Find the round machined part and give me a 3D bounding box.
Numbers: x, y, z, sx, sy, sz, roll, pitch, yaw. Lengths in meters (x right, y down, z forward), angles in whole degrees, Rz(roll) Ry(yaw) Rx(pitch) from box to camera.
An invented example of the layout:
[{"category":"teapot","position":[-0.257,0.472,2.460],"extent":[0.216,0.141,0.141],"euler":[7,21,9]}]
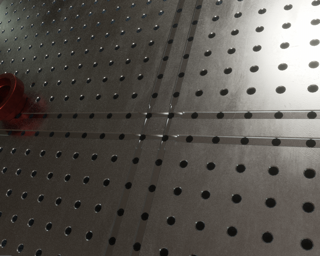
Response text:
[{"category":"round machined part","position":[-0.292,-0.051,0.579],"extent":[0.098,0.042,0.098],"euler":[-13,56,20]}]
